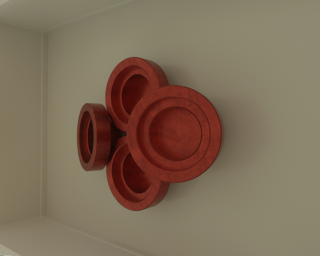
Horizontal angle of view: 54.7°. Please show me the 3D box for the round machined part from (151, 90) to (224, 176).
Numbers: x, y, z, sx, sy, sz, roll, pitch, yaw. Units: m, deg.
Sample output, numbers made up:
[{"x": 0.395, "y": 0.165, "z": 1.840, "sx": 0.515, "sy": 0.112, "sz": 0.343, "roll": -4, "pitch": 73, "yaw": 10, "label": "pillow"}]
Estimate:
[{"x": 0.025, "y": 0.006, "z": 0.359, "sx": 0.098, "sy": 0.042, "sz": 0.097, "roll": 0, "pitch": 89, "yaw": 17, "label": "round machined part"}]

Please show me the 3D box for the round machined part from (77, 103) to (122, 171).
[{"x": -0.088, "y": 0.013, "z": 0.453, "sx": 0.098, "sy": 0.042, "sz": 0.097, "roll": -1, "pitch": 88, "yaw": 61, "label": "round machined part"}]

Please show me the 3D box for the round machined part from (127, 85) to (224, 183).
[{"x": 0.018, "y": 0.006, "z": 0.328, "sx": 0.098, "sy": 0.042, "sz": 0.097, "roll": 0, "pitch": 90, "yaw": 18, "label": "round machined part"}]

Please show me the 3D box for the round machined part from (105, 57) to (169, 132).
[{"x": -0.025, "y": -0.042, "z": 0.414, "sx": 0.098, "sy": 0.042, "sz": 0.097, "roll": 0, "pitch": 90, "yaw": 40, "label": "round machined part"}]

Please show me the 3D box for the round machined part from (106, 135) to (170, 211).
[{"x": -0.023, "y": 0.057, "z": 0.412, "sx": 0.098, "sy": 0.042, "sz": 0.097, "roll": 0, "pitch": 90, "yaw": 40, "label": "round machined part"}]
